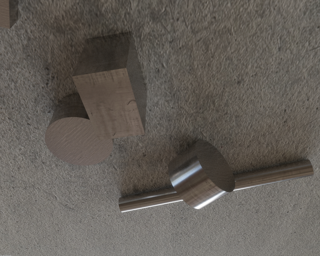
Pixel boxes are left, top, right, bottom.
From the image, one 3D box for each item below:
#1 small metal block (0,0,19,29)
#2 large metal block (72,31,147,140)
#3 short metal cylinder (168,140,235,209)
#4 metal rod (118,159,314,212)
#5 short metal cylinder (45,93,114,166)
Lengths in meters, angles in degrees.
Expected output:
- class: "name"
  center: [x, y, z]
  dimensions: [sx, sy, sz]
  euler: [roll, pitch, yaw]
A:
- class: "small metal block"
  center: [-0.166, -0.129, 0.295]
  dimensions: [0.050, 0.025, 0.050]
  euler: [12, 129, -10]
- class: "large metal block"
  center: [-0.048, -0.046, 0.332]
  dimensions: [0.050, 0.080, 0.080]
  euler: [-8, 130, 6]
- class: "short metal cylinder"
  center: [0.058, 0.063, 0.426]
  dimensions: [0.080, 0.080, 0.050]
  euler: [36, 121, -27]
- class: "metal rod"
  center: [0.080, 0.093, 0.487]
  dimensions: [0.301, 0.025, 0.025]
  euler: [-14, 129, 10]
- class: "short metal cylinder"
  center: [-0.097, 0.002, 0.391]
  dimensions: [0.081, 0.050, 0.079]
  euler: [0, 130, 0]
